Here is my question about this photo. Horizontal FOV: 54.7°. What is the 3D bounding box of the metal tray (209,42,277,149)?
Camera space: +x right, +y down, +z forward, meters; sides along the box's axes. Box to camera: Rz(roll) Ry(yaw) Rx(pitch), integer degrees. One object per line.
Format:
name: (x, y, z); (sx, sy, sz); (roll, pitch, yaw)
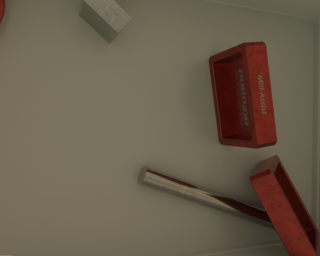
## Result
metal tray: (0.108, -0.041, 0.417); (0.030, 0.090, 0.129); (-9, 93, -20)

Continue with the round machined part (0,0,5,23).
round machined part: (-0.210, -0.135, 0.310); (0.099, 0.042, 0.097); (-5, 99, -35)

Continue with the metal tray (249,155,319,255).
metal tray: (0.175, 0.110, 0.430); (0.130, 0.030, 0.090); (63, 27, 5)

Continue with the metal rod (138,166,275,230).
metal rod: (0.109, 0.116, 0.452); (0.302, 0.025, 0.025); (22, 83, -19)

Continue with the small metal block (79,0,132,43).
small metal block: (-0.067, -0.134, 0.373); (0.050, 0.050, 0.025); (42, 77, -16)
